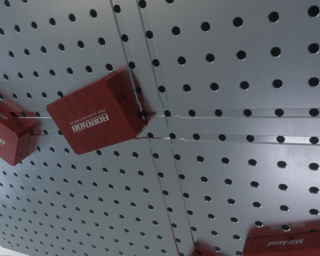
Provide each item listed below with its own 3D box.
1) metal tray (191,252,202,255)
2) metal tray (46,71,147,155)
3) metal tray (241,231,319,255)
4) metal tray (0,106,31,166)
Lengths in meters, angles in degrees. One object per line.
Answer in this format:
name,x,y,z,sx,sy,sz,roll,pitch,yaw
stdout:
metal tray,0.072,0.283,0.546,0.090,0.030,0.129,29,128,10
metal tray,-0.094,-0.017,0.448,0.130,0.030,0.090,-17,110,35
metal tray,0.191,0.190,0.424,0.130,0.030,0.090,-22,107,36
metal tray,-0.304,0.001,0.570,0.130,0.030,0.089,34,129,5
